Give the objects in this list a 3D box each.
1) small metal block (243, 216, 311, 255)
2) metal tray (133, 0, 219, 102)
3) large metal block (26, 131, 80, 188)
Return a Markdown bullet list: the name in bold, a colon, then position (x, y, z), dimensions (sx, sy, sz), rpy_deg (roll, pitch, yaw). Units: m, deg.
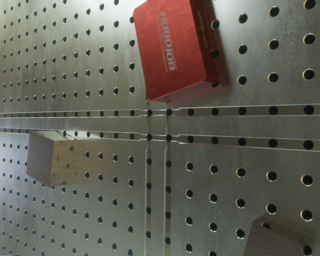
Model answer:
- **small metal block**: position (0.116, 0.125, 0.314), dimensions (0.050, 0.025, 0.050), rpy_deg (20, 103, 38)
- **metal tray**: position (0.017, -0.106, 0.393), dimensions (0.090, 0.030, 0.129), rpy_deg (-17, 79, 38)
- **large metal block**: position (-0.191, 0.052, 0.551), dimensions (0.080, 0.050, 0.079), rpy_deg (14, 99, 39)
